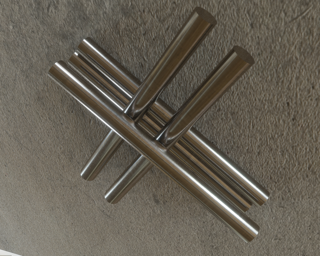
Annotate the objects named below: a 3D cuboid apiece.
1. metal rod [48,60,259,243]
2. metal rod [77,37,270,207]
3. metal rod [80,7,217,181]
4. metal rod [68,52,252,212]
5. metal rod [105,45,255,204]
[{"bbox_3d":[-0.007,0.027,0.363,0.300,0.025,0.025,40,129,0],"label":"metal rod"},{"bbox_3d":[0.017,-0.007,0.393,0.300,0.025,0.025,41,129,-1],"label":"metal rod"},{"bbox_3d":[-0.034,-0.017,0.381,0.025,0.025,0.298,41,129,0],"label":"metal rod"},{"bbox_3d":[0.002,0.005,0.409,0.300,0.025,0.025,41,129,-1],"label":"metal rod"},{"bbox_3d":[0.003,0.019,0.385,0.025,0.025,0.298,41,129,0],"label":"metal rod"}]
